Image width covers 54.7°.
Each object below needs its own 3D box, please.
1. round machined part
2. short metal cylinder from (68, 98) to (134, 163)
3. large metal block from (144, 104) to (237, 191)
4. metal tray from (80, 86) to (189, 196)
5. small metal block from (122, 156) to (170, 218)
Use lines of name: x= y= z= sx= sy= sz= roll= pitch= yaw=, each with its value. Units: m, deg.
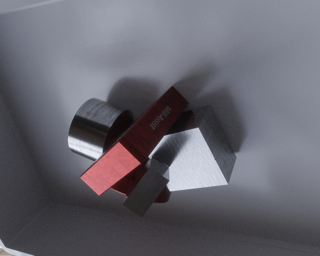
round machined part: x=-0.028 y=0.064 z=0.424 sx=0.098 sy=0.098 sz=0.042 roll=19 pitch=90 yaw=17
short metal cylinder: x=-0.076 y=0.005 z=0.413 sx=0.050 sy=0.080 sz=0.079 roll=21 pitch=126 yaw=16
large metal block: x=0.036 y=0.027 z=0.377 sx=0.080 sy=0.050 sz=0.080 roll=-15 pitch=115 yaw=34
metal tray: x=-0.025 y=0.011 z=0.357 sx=0.030 sy=0.131 sz=0.090 roll=46 pitch=128 yaw=-5
small metal block: x=-0.014 y=0.064 z=0.348 sx=0.025 sy=0.050 sz=0.050 roll=35 pitch=97 yaw=-4
